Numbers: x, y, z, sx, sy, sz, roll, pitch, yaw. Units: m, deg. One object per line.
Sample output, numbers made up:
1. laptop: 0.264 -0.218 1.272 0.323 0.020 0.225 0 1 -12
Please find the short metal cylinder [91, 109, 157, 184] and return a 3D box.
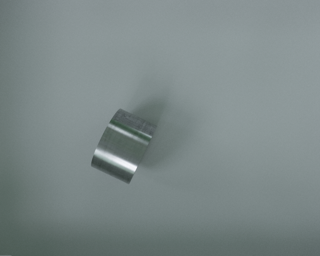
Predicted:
1. short metal cylinder: -0.043 0.023 0.384 0.050 0.080 0.080 26 90 0
